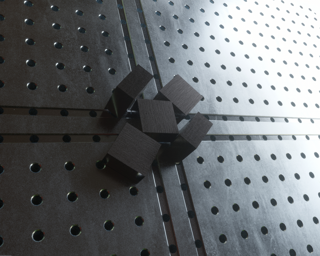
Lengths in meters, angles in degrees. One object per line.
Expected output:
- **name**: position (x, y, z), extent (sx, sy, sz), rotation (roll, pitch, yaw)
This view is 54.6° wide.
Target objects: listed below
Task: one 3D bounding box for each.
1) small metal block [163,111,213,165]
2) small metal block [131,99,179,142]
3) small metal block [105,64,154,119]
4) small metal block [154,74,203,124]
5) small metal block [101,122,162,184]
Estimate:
- **small metal block**: position (0.036, 0.013, 0.402), extent (0.025, 0.050, 0.050), rotation (41, 51, 0)
- **small metal block**: position (-0.007, -0.009, 0.409), extent (0.050, 0.025, 0.050), rotation (3, 59, -25)
- **small metal block**: position (-0.040, -0.046, 0.398), extent (0.025, 0.050, 0.050), rotation (38, 52, -4)
- **small metal block**: position (0.026, -0.042, 0.447), extent (0.050, 0.025, 0.050), rotation (43, 51, 1)
- **small metal block**: position (-0.033, 0.030, 0.371), extent (0.050, 0.025, 0.050), rotation (33, 51, -7)
